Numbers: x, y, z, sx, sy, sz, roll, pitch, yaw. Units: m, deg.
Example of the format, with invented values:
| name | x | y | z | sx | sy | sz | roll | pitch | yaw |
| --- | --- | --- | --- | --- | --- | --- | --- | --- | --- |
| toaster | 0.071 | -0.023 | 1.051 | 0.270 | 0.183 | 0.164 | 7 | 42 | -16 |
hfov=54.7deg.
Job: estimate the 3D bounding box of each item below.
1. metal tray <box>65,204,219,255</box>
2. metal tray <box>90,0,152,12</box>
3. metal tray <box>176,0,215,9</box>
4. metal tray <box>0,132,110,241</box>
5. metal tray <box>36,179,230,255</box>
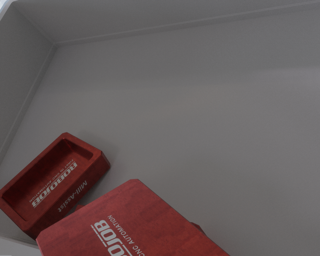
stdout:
| name | x | y | z | sx | sy | sz | roll | pitch | yaw |
| --- | --- | --- | --- | --- | --- | --- | --- | --- | --- |
| metal tray | -0.015 | 0.114 | 0.299 | 0.130 | 0.090 | 0.030 | 0 | 52 | 28 |
| metal tray | -0.066 | -0.275 | 0.609 | 0.130 | 0.030 | 0.090 | 10 | 66 | 32 |
| metal tray | 0.076 | -0.270 | 0.531 | 0.090 | 0.030 | 0.130 | -7 | 59 | 24 |
| metal tray | -0.142 | 0.071 | 0.412 | 0.090 | 0.030 | 0.130 | 22 | 58 | 36 |
| metal tray | -0.019 | 0.091 | 0.206 | 0.091 | 0.030 | 0.130 | -28 | 30 | -24 |
